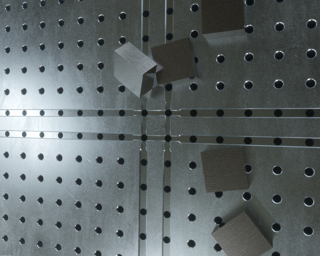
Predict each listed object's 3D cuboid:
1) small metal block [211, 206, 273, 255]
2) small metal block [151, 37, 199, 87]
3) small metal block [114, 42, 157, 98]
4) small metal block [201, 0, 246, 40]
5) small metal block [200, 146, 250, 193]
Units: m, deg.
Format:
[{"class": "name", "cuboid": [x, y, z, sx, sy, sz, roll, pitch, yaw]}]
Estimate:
[{"class": "small metal block", "cuboid": [0.100, 0.133, 0.377, 0.050, 0.025, 0.050, -40, 78, 15]}, {"class": "small metal block", "cuboid": [0.020, -0.084, 0.405, 0.050, 0.025, 0.050, -11, 86, 19]}, {"class": "small metal block", "cuboid": [-0.034, -0.076, 0.408, 0.050, 0.050, 0.025, 41, 62, 15]}, {"class": "small metal block", "cuboid": [0.079, -0.141, 0.384, 0.050, 0.025, 0.050, -2, 89, 19]}, {"class": "small metal block", "cuboid": [0.081, 0.051, 0.384, 0.050, 0.025, 0.050, -9, 87, 19]}]
